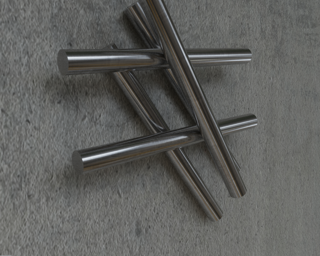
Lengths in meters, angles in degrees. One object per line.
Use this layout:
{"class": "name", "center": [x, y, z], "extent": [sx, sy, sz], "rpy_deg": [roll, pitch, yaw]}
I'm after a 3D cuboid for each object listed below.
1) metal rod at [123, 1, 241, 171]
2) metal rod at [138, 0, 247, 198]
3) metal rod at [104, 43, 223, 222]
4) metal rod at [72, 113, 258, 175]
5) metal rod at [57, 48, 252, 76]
{"class": "metal rod", "center": [0.043, -0.040, 0.444], "extent": [0.025, 0.025, 0.299], "rpy_deg": [-51, 120, -28]}
{"class": "metal rod", "center": [0.046, -0.032, 0.382], "extent": [0.025, 0.025, 0.299], "rpy_deg": [-42, 116, -32]}
{"class": "metal rod", "center": [0.012, 0.022, 0.418], "extent": [0.025, 0.025, 0.299], "rpy_deg": [-49, 119, -29]}
{"class": "metal rod", "center": [0.032, 0.012, 0.403], "extent": [0.302, 0.025, 0.025], "rpy_deg": [-11, 98, -40]}
{"class": "metal rod", "center": [0.020, -0.088, 0.393], "extent": [0.302, 0.025, 0.025], "rpy_deg": [-13, 98, -40]}
